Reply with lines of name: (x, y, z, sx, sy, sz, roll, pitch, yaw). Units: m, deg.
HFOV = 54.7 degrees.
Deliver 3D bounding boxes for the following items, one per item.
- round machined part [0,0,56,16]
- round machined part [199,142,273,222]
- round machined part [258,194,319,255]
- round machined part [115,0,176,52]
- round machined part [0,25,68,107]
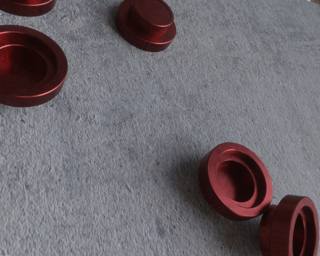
round machined part: (-0.187, -0.201, 0.414, 0.099, 0.042, 0.098, 14, 56, -21)
round machined part: (0.092, 0.071, 0.399, 0.099, 0.042, 0.098, 14, 56, -21)
round machined part: (0.156, 0.130, 0.379, 0.099, 0.042, 0.097, 2, 87, -46)
round machined part: (-0.017, -0.171, 0.488, 0.099, 0.042, 0.098, 14, 56, -21)
round machined part: (-0.158, -0.064, 0.347, 0.099, 0.042, 0.098, 14, 56, -21)
